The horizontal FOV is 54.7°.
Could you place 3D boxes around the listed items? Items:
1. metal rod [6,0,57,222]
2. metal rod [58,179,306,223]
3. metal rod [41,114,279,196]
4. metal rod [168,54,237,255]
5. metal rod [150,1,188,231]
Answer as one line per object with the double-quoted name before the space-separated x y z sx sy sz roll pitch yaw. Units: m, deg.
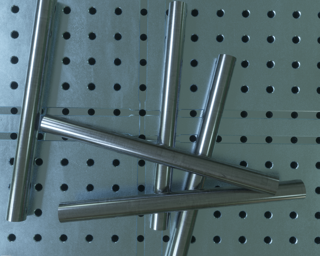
"metal rod" -0.170 -0.027 0.411 0.025 0.025 0.298 8 90 -1
"metal rod" 0.028 0.091 0.387 0.302 0.025 0.025 -5 90 -1
"metal rod" -0.007 0.031 0.389 0.301 0.025 0.025 15 90 9
"metal rod" 0.054 0.050 0.414 0.025 0.025 0.298 14 90 -1
"metal rod" 0.012 -0.016 0.413 0.025 0.025 0.298 5 90 -1
